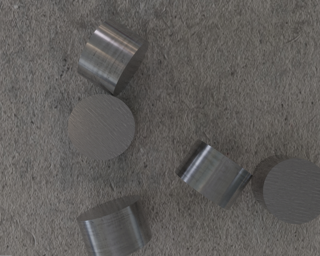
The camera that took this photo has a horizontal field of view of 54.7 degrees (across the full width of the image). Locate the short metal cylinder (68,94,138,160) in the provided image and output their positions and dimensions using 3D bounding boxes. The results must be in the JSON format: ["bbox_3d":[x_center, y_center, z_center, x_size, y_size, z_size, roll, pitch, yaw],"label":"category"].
[{"bbox_3d":[-0.070,-0.001,0.397,0.081,0.050,0.080,0,90,0],"label":"short metal cylinder"}]

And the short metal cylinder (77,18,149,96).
[{"bbox_3d":[-0.056,-0.085,0.382,0.050,0.080,0.080,33,90,0],"label":"short metal cylinder"}]

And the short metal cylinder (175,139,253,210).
[{"bbox_3d":[0.066,0.056,0.383,0.080,0.080,0.050,35,90,0],"label":"short metal cylinder"}]

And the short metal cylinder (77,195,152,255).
[{"bbox_3d":[-0.055,0.121,0.382,0.080,0.080,0.050,-18,90,0],"label":"short metal cylinder"}]

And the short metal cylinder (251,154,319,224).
[{"bbox_3d":[0.165,0.076,0.399,0.081,0.050,0.080,0,90,0],"label":"short metal cylinder"}]
